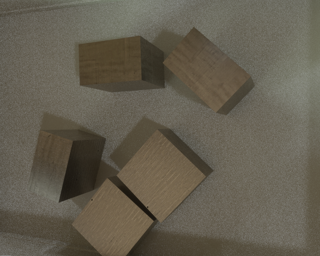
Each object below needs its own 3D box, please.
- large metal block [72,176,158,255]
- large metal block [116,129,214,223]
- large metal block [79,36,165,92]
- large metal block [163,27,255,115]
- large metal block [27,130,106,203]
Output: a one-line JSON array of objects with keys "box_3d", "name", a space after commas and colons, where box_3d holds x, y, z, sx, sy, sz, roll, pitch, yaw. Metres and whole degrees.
[{"box_3d": [-0.054, 0.120, 0.412, 0.080, 0.050, 0.080, 39, 98, 15], "name": "large metal block"}, {"box_3d": [0.007, 0.057, 0.394, 0.080, 0.050, 0.080, 44, 103, 14], "name": "large metal block"}, {"box_3d": [-0.046, -0.077, 0.396, 0.080, 0.080, 0.050, -2, 90, 19], "name": "large metal block"}, {"box_3d": [0.060, -0.061, 0.360, 0.080, 0.080, 0.050, 45, 104, 14], "name": "large metal block"}, {"box_3d": [-0.125, 0.047, 0.424, 0.050, 0.080, 0.079, 16, 95, 19], "name": "large metal block"}]
